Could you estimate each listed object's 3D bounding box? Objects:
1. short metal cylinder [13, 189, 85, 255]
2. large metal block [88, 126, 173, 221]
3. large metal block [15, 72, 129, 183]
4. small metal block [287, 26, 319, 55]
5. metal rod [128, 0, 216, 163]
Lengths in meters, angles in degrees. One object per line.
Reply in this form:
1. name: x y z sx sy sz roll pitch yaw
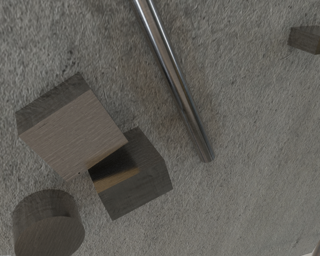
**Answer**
1. short metal cylinder: -0.141 0.125 0.391 0.081 0.050 0.079 -14 124 -21
2. large metal block: -0.042 0.052 0.381 0.080 0.080 0.050 -26 128 -13
3. large metal block: -0.095 0.000 0.339 0.080 0.050 0.080 -35 129 -5
4. small metal block: 0.218 -0.124 0.433 0.050 0.050 0.025 -11 123 -23
5. metal rod: 0.018 -0.060 0.379 0.025 0.025 0.299 -33 129 -7
